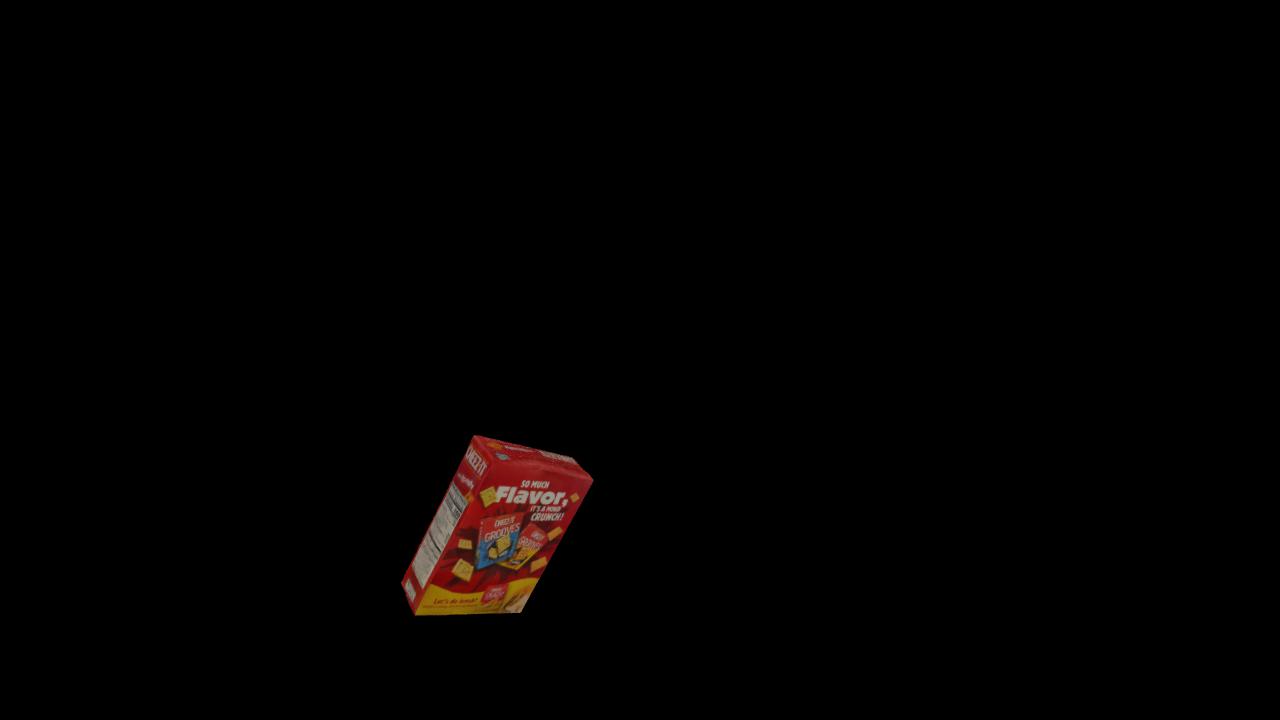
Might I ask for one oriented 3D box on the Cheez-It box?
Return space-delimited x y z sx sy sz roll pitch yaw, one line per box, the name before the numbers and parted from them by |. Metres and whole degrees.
Cheez-It box | -0.184 0.221 0.803 0.166 0.223 0.071 22 9 -44
